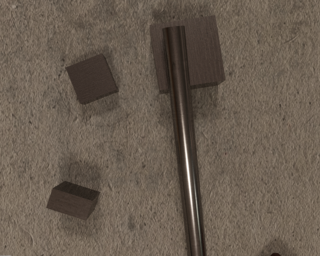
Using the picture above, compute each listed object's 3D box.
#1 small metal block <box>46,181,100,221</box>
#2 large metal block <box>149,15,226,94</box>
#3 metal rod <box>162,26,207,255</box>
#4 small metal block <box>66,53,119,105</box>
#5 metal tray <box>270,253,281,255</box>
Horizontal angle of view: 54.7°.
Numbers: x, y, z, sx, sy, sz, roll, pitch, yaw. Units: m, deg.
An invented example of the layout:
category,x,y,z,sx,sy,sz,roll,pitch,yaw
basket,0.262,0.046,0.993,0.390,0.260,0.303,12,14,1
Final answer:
category,x,y,z,sx,sy,sz,roll,pitch,yaw
small metal block,-0.109,0.092,0.396,0.050,0.050,0.025,18,90,-1
large metal block,0.033,-0.091,0.398,0.081,0.050,0.080,-9,90,-1
metal rod,0.033,0.032,0.378,0.025,0.025,0.298,-7,103,0
small metal block,-0.088,-0.064,0.409,0.050,0.025,0.050,-22,90,-1
metal tray,0.144,0.245,0.409,0.130,0.030,0.090,-45,91,0
